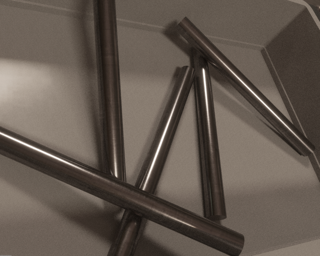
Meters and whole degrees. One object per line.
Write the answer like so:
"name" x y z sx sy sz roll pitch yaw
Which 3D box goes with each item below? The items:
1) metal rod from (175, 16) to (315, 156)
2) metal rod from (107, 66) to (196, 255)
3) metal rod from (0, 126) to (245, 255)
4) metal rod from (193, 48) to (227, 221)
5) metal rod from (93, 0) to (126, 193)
"metal rod" 0.141 -0.063 0.500 0.300 0.025 0.025 43 50 -8
"metal rod" 0.001 0.024 0.392 0.025 0.025 0.300 29 52 -10
"metal rod" -0.055 0.060 0.314 0.301 0.025 0.025 25 52 -3
"metal rod" 0.068 -0.018 0.455 0.025 0.025 0.299 14 56 -21
"metal rod" -0.059 -0.079 0.347 0.025 0.025 0.298 -2 87 -30
